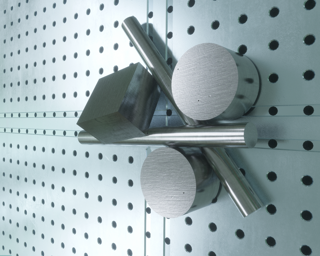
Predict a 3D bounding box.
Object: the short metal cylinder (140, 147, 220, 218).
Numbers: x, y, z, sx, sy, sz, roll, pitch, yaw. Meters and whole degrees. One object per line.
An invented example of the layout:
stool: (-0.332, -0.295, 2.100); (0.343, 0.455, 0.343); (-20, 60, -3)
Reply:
short metal cylinder: (0.023, 0.061, 0.369); (0.080, 0.050, 0.079); (0, 90, 40)

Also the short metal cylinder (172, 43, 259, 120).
short metal cylinder: (0.060, -0.048, 0.339); (0.080, 0.050, 0.079); (0, 90, 40)

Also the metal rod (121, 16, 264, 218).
metal rod: (0.027, -0.030, 0.382); (0.025, 0.025, 0.299); (-45, 63, 30)

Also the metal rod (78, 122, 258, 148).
metal rod: (-0.019, 0.011, 0.398); (0.300, 0.025, 0.025); (-2, 89, 46)

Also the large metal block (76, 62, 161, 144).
large metal block: (-0.052, -0.030, 0.407); (0.080, 0.050, 0.080); (-13, 47, 39)
